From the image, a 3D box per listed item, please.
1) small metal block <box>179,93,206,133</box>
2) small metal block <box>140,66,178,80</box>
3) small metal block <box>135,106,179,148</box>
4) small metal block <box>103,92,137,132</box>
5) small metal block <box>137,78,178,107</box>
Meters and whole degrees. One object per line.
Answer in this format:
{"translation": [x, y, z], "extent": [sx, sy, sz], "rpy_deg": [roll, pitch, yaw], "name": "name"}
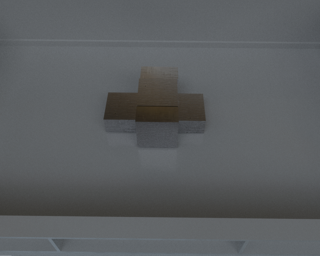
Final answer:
{"translation": [0.034, -0.020, 0.420], "extent": [0.050, 0.025, 0.050], "rpy_deg": [1, 50, 0], "name": "small metal block"}
{"translation": [-0.001, -0.059, 0.435], "extent": [0.050, 0.050, 0.025], "rpy_deg": [1, 50, 0], "name": "small metal block"}
{"translation": [-0.003, -0.001, 0.385], "extent": [0.050, 0.050, 0.025], "rpy_deg": [1, 50, 0], "name": "small metal block"}
{"translation": [-0.047, -0.022, 0.420], "extent": [0.050, 0.025, 0.050], "rpy_deg": [1, 50, 0], "name": "small metal block"}
{"translation": [-0.003, -0.038, 0.401], "extent": [0.050, 0.025, 0.050], "rpy_deg": [1, 50, 0], "name": "small metal block"}
